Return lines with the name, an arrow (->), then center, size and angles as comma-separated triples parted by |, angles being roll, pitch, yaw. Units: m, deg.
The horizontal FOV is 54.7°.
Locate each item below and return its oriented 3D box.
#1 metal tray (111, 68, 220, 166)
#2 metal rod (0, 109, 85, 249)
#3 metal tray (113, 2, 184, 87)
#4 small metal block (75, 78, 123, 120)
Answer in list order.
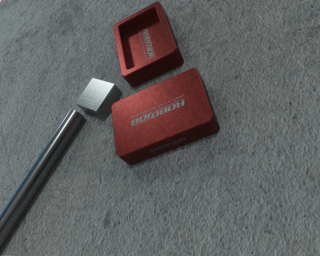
metal tray -> 0.003, -0.015, 0.407 | 0.130, 0.030, 0.090 | -22, 54, 14
metal rod -> -0.199, 0.103, 0.442 | 0.025, 0.025, 0.300 | 18, 71, 34
metal tray -> -0.022, -0.136, 0.493 | 0.090, 0.030, 0.130 | -24, 53, 13
small metal block -> -0.094, -0.046, 0.480 | 0.050, 0.025, 0.050 | 19, 72, 35
